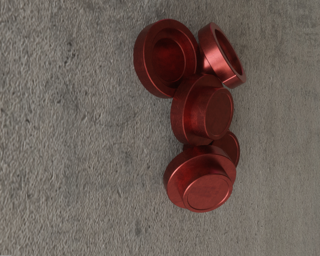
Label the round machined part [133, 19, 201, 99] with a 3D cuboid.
[{"bbox_3d":[0.005,-0.086,0.401,0.099,0.042,0.097,0,90,-40],"label":"round machined part"}]

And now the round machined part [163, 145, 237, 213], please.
[{"bbox_3d":[0.057,0.074,0.412,0.099,0.042,0.097,-8,124,-12],"label":"round machined part"}]

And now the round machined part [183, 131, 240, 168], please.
[{"bbox_3d":[0.084,0.037,0.468,0.099,0.042,0.097,0,90,-40],"label":"round machined part"}]

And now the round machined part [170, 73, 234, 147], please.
[{"bbox_3d":[0.061,-0.021,0.406,0.099,0.042,0.097,-17,113,-45],"label":"round machined part"}]

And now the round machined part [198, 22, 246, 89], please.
[{"bbox_3d":[0.082,-0.099,0.448,0.098,0.042,0.098,40,35,-35],"label":"round machined part"}]
